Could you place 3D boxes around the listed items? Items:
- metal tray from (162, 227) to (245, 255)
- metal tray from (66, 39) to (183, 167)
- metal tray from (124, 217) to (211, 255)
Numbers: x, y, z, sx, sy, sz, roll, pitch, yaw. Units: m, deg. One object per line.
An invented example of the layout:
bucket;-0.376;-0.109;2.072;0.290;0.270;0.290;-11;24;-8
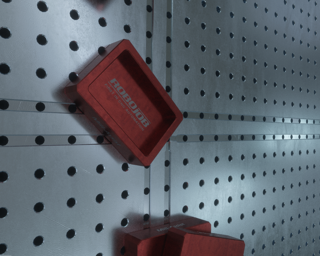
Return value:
metal tray;0.058;0.187;0.414;0.131;0.030;0.090;23;76;-38
metal tray;-0.036;-0.028;0.374;0.130;0.030;0.090;52;60;-27
metal tray;0.014;0.178;0.417;0.131;0.030;0.090;1;89;-40
